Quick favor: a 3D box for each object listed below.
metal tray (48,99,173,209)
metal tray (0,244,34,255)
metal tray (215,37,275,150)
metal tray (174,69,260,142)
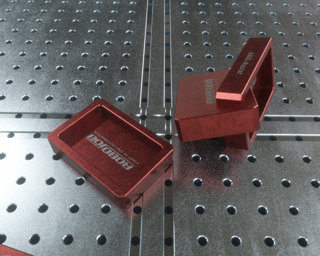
[{"bbox_3d":[-0.060,0.025,0.382,0.130,0.030,0.090,33,57,24],"label":"metal tray"},{"bbox_3d":[-0.118,0.162,0.266,0.131,0.030,0.090,14,51,11],"label":"metal tray"},{"bbox_3d":[0.116,-0.047,0.402,0.030,0.090,0.130,9,48,32],"label":"metal tray"},{"bbox_3d":[0.068,-0.035,0.392,0.090,0.030,0.130,-9,28,11],"label":"metal tray"}]
